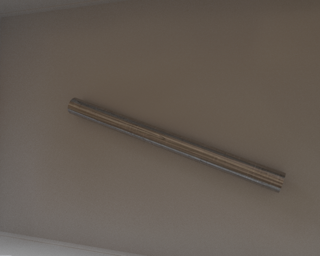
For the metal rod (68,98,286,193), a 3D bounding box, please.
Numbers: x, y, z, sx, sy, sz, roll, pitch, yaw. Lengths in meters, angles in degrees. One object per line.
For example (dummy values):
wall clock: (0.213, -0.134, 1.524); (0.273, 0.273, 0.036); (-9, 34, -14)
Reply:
metal rod: (0.007, 0.016, 0.406); (0.301, 0.025, 0.025); (20, 97, 19)
